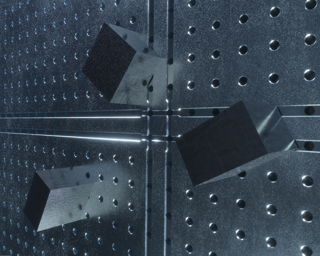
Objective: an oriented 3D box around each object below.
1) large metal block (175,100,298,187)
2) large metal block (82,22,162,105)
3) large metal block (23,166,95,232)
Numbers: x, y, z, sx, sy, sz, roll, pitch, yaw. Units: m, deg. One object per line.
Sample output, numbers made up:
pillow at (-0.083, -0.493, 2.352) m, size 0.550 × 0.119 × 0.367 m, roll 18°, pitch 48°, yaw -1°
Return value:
large metal block at (0.077, 0.016, 0.311) m, size 0.080 × 0.081 × 0.050 m, roll -33°, pitch 70°, yaw 35°
large metal block at (-0.056, -0.090, 0.441) m, size 0.080 × 0.050 × 0.080 m, roll 47°, pitch 118°, yaw 30°
large metal block at (-0.167, 0.114, 0.513) m, size 0.050 × 0.081 × 0.080 m, roll 36°, pitch 112°, yaw 34°
